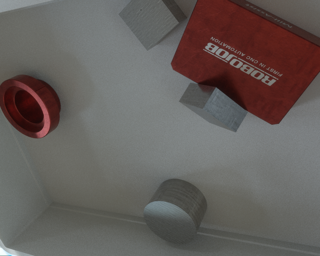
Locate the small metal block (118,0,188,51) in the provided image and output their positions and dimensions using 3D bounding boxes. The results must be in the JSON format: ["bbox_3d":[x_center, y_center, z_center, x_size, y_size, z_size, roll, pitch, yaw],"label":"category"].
[{"bbox_3d":[-0.008,-0.122,0.336,0.050,0.025,0.050,-32,101,38],"label":"small metal block"}]

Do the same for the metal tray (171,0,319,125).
[{"bbox_3d":[0.086,-0.072,0.315,0.130,0.030,0.089,31,128,8],"label":"metal tray"}]

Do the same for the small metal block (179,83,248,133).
[{"bbox_3d":[0.057,-0.023,0.335,0.050,0.025,0.050,32,178,-28],"label":"small metal block"}]

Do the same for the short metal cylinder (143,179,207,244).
[{"bbox_3d":[0.023,0.122,0.455,0.080,0.050,0.079,13,124,20],"label":"short metal cylinder"}]

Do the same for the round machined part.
[{"bbox_3d":[-0.193,-0.036,0.474,0.098,0.042,0.097,13,124,20],"label":"round machined part"}]
